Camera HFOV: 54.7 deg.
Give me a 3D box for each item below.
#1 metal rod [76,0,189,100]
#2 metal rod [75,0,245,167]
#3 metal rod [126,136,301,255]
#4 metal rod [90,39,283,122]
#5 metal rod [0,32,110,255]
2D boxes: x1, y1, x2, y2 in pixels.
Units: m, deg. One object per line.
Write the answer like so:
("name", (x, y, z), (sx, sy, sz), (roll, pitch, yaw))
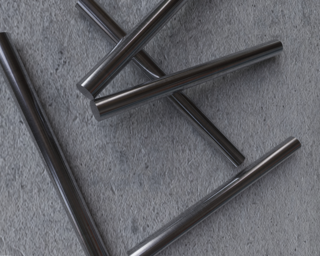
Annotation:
("metal rod", (0.007, -0.149, 0.391), (0.025, 0.025, 0.301), (45, 69, -15))
("metal rod", (0.010, -0.054, 0.412), (0.300, 0.025, 0.025), (44, 76, -15))
("metal rod", (0.087, 0.097, 0.441), (0.302, 0.025, 0.025), (-30, 100, -18))
("metal rod", (0.053, -0.071, 0.406), (0.302, 0.025, 0.025), (-23, 98, -27))
("metal rod", (-0.125, 0.036, 0.362), (0.025, 0.025, 0.299), (-24, 98, -18))
